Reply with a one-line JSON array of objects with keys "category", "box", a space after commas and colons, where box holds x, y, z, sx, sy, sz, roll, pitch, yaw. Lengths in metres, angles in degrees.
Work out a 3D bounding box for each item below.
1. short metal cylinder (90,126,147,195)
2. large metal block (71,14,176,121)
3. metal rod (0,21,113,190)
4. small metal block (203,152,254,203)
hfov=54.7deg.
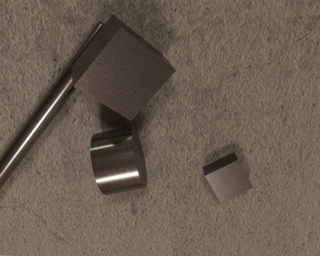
[{"category": "short metal cylinder", "box": [-0.050, 0.041, 0.395, 0.050, 0.080, 0.079, -12, 110, 4]}, {"category": "large metal block", "box": [-0.043, -0.068, 0.357, 0.080, 0.050, 0.080, 32, 108, -34]}, {"category": "metal rod", "box": [-0.157, -0.010, 0.403, 0.025, 0.025, 0.299, 38, 105, -13]}, {"category": "small metal block", "box": [0.096, 0.070, 0.437, 0.050, 0.025, 0.050, -28, 108, 9]}]
